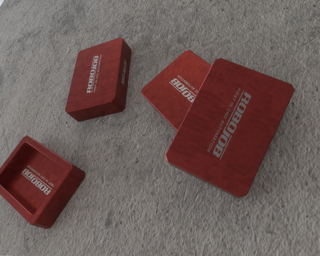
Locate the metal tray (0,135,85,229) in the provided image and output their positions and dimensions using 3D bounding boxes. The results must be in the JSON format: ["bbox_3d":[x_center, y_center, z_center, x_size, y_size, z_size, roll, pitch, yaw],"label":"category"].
[{"bbox_3d":[-0.180,0.074,0.449,0.130,0.030,0.090,23,74,36],"label":"metal tray"}]

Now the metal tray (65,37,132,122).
[{"bbox_3d":[-0.097,-0.079,0.501,0.090,0.030,0.130,-11,57,22],"label":"metal tray"}]

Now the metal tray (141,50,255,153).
[{"bbox_3d":[0.045,-0.037,0.400,0.090,0.030,0.130,-42,51,-1],"label":"metal tray"}]

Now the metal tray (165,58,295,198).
[{"bbox_3d":[0.075,-0.002,0.336,0.090,0.030,0.130,25,80,16],"label":"metal tray"}]
